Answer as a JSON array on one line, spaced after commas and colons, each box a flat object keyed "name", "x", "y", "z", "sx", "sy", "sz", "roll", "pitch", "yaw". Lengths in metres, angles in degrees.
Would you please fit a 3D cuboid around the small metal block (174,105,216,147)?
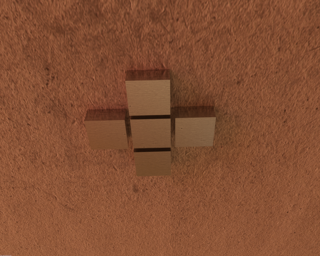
[{"name": "small metal block", "x": 0.045, "y": -0.002, "z": 0.408, "sx": 0.050, "sy": 0.025, "sz": 0.050, "roll": -1, "pitch": 130, "yaw": 0}]

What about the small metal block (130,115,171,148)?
[{"name": "small metal block", "x": -0.011, "y": 0.000, "z": 0.409, "sx": 0.050, "sy": 0.025, "sz": 0.050, "roll": -1, "pitch": 130, "yaw": 0}]

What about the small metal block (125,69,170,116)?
[{"name": "small metal block", "x": -0.013, "y": -0.043, "z": 0.372, "sx": 0.050, "sy": 0.025, "sz": 0.050, "roll": -1, "pitch": 130, "yaw": 0}]

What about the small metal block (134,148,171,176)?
[{"name": "small metal block", "x": -0.010, "y": 0.043, "z": 0.446, "sx": 0.050, "sy": 0.025, "sz": 0.050, "roll": -2, "pitch": 130, "yaw": 1}]

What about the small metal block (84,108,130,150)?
[{"name": "small metal block", "x": -0.068, "y": 0.002, "z": 0.409, "sx": 0.050, "sy": 0.025, "sz": 0.050, "roll": -1, "pitch": 130, "yaw": 0}]
